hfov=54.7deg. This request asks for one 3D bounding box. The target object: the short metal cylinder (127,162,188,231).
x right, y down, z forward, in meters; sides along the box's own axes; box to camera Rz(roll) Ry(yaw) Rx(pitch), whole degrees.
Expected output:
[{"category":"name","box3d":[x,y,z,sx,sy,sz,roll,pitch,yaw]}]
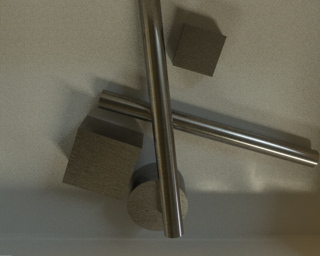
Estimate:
[{"category":"short metal cylinder","box3d":[-0.003,0.095,0.433,0.081,0.050,0.079,0,110,-1]}]

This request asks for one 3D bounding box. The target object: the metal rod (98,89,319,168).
[{"category":"metal rod","box3d":[0.069,0.003,0.413,0.302,0.025,0.025,16,109,-6]}]

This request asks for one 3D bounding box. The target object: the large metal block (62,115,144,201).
[{"category":"large metal block","box3d":[-0.074,0.039,0.411,0.080,0.050,0.079,19,109,-7]}]

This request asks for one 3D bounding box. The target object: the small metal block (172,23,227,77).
[{"category":"small metal block","box3d":[0.046,-0.095,0.377,0.050,0.025,0.050,15,109,-6]}]

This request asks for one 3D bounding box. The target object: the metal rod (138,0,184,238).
[{"category":"metal rod","box3d":[0.002,-0.013,0.373,0.025,0.025,0.298,-6,98,2]}]
